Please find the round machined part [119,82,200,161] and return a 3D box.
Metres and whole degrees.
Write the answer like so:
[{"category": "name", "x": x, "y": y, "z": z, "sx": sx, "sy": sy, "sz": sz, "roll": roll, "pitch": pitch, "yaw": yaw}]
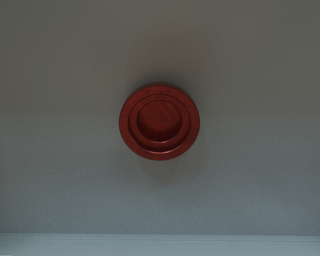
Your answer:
[{"category": "round machined part", "x": -0.001, "y": -0.011, "z": 0.395, "sx": 0.099, "sy": 0.042, "sz": 0.097, "roll": 0, "pitch": 110, "yaw": 0}]
